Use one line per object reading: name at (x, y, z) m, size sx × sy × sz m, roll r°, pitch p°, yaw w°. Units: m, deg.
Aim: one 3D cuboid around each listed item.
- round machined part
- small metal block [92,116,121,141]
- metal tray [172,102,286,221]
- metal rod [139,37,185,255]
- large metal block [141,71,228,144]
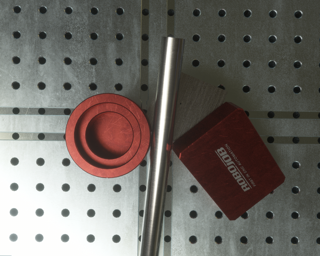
round machined part at (-0.059, 0.009, 0.374) m, size 0.099 × 0.042 × 0.097 m, roll 0°, pitch 91°, yaw 3°
small metal block at (-0.073, -0.007, 0.410) m, size 0.050 × 0.025 × 0.050 m, roll -22°, pitch 90°, yaw 0°
metal tray at (0.087, 0.044, 0.383) m, size 0.090 × 0.030 × 0.130 m, roll -38°, pitch 115°, yaw 0°
metal rod at (-0.001, 0.046, 0.370) m, size 0.025 × 0.025 × 0.298 m, roll 6°, pitch 106°, yaw 0°
large metal block at (0.030, -0.023, 0.398) m, size 0.080 × 0.050 × 0.080 m, roll 23°, pitch 90°, yaw 0°
